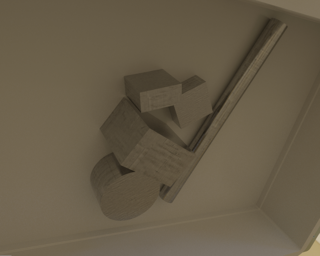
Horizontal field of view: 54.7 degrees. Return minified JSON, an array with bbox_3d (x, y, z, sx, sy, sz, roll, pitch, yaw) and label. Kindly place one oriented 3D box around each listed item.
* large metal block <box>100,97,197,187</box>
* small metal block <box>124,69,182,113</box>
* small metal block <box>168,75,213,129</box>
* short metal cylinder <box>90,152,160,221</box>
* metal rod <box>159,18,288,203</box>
[{"bbox_3d":[-0.016,0.017,0.376,0.080,0.080,0.050,31,101,-39],"label":"large metal block"},{"bbox_3d":[-0.009,-0.045,0.361,0.050,0.050,0.025,-15,125,-21],"label":"small metal block"},{"bbox_3d":[0.038,-0.034,0.410,0.050,0.025,0.050,-28,128,-11],"label":"small metal block"},{"bbox_3d":[-0.047,0.076,0.415,0.081,0.050,0.079,-14,125,-21],"label":"short metal cylinder"},{"bbox_3d":[0.084,-0.015,0.446,0.025,0.025,0.298,21,107,-36],"label":"metal rod"}]
